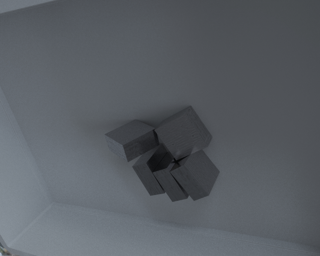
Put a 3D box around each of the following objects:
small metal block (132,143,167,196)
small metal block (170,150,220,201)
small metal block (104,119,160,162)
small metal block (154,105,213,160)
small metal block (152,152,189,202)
[{"bbox_3d":[-0.005,0.057,0.431,0.025,0.050,0.050,-19,109,35],"label":"small metal block"},{"bbox_3d":[0.047,0.057,0.403,0.025,0.050,0.050,-32,100,38],"label":"small metal block"},{"bbox_3d":[-0.037,0.015,0.410,0.050,0.050,0.025,23,133,50],"label":"small metal block"},{"bbox_3d":[0.030,0.007,0.395,0.050,0.025,0.050,-28,103,33],"label":"small metal block"},{"bbox_3d":[0.023,0.062,0.419,0.025,0.050,0.050,-23,106,36],"label":"small metal block"}]
